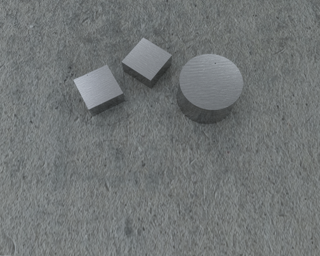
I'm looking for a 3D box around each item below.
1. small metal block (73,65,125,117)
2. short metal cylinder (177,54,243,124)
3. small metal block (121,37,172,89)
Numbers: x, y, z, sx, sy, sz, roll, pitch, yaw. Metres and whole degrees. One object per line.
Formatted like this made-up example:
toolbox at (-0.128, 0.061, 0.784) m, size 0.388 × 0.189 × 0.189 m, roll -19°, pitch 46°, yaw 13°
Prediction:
small metal block at (-0.083, -0.051, 0.426) m, size 0.050 × 0.025 × 0.050 m, roll -27°, pitch 73°, yaw -10°
short metal cylinder at (0.065, -0.051, 0.414) m, size 0.081 × 0.050 × 0.080 m, roll 0°, pitch 70°, yaw 0°
small metal block at (-0.018, -0.093, 0.442) m, size 0.050 × 0.025 × 0.050 m, roll 34°, pitch 73°, yaw 11°
